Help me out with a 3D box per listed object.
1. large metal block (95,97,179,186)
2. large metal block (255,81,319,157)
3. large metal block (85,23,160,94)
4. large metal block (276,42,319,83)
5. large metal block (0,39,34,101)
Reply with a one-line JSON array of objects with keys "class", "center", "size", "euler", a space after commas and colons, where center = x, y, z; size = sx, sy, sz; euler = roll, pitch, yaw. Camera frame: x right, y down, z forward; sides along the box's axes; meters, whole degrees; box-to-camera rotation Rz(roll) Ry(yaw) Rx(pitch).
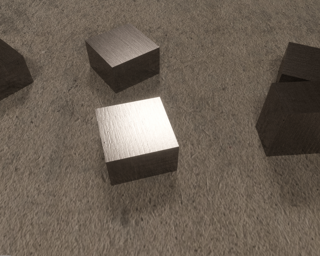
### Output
[{"class": "large metal block", "center": [-0.029, 0.014, 0.375], "size": [0.081, 0.050, 0.080], "euler": [-12, 51, -10]}, {"class": "large metal block", "center": [0.173, -0.011, 0.379], "size": [0.081, 0.080, 0.050], "euler": [-3, 50, -3]}, {"class": "large metal block", "center": [-0.057, -0.110, 0.478], "size": [0.081, 0.050, 0.080], "euler": [-29, 56, -23]}, {"class": "large metal block", "center": [0.217, -0.074, 0.452], "size": [0.080, 0.050, 0.080], "euler": [17, 52, 13]}, {"class": "large metal block", "center": [-0.251, -0.085, 0.455], "size": [0.080, 0.050, 0.080], "euler": [35, 58, 25]}]
